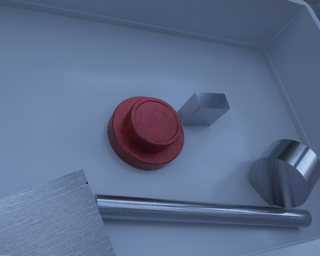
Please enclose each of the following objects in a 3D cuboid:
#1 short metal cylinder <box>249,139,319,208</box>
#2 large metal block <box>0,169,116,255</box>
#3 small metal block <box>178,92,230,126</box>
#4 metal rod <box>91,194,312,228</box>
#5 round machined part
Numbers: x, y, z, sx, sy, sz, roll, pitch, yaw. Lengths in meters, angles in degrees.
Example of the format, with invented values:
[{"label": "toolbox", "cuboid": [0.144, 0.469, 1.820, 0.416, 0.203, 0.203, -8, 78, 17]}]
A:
[{"label": "short metal cylinder", "cuboid": [0.172, 0.062, 0.428, 0.080, 0.080, 0.050, 50, 51, 6]}, {"label": "large metal block", "cuboid": [-0.092, 0.093, 0.271, 0.081, 0.050, 0.080, -20, 72, -18]}, {"label": "small metal block", "cuboid": [0.062, -0.026, 0.441, 0.050, 0.050, 0.025, -1, 62, -29]}, {"label": "metal rod", "cuboid": [0.069, 0.105, 0.380, 0.302, 0.025, 0.025, 10, 58, -23]}, {"label": "round machined part", "cuboid": [-0.012, 0.000, 0.389, 0.099, 0.042, 0.098, 14, 56, -21]}]
